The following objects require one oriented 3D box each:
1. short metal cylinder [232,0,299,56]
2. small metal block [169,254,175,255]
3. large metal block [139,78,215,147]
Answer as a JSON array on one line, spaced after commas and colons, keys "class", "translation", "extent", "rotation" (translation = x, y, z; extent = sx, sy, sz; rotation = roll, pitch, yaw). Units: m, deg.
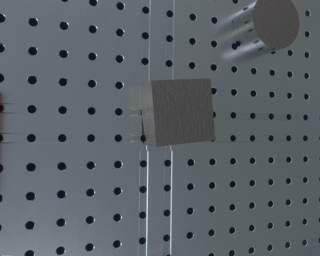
[{"class": "short metal cylinder", "translation": [0.155, -0.150, 0.456], "extent": [0.081, 0.050, 0.080], "rotation": [0, 90, -20]}, {"class": "small metal block", "translation": [0.009, 0.208, 0.416], "extent": [0.050, 0.025, 0.050], "rotation": [-22, 97, -19]}, {"class": "large metal block", "translation": [0.022, -0.021, 0.407], "extent": [0.081, 0.050, 0.079], "rotation": [-5, 92, -20]}]
